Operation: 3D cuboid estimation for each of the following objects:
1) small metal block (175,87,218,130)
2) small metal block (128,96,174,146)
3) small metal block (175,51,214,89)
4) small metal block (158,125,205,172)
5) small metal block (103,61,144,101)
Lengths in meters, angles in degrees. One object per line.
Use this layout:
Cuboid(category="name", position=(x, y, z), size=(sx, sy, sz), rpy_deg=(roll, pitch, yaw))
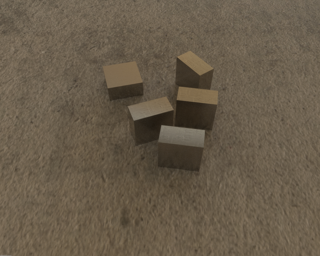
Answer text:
Cuboid(category="small metal block", position=(0.047, -0.025, 0.409), size=(0.050, 0.050, 0.025), rpy_deg=(7, 51, 5))
Cuboid(category="small metal block", position=(-0.011, -0.008, 0.394), size=(0.050, 0.050, 0.025), rpy_deg=(-16, 52, -13))
Cuboid(category="small metal block", position=(0.049, -0.075, 0.451), size=(0.025, 0.050, 0.050), rpy_deg=(-30, 56, -23))
Cuboid(category="small metal block", position=(0.025, 0.025, 0.366), size=(0.050, 0.050, 0.025), rpy_deg=(7, 51, 5))
Cuboid(category="small metal block", position=(-0.055, -0.071, 0.462), size=(0.050, 0.025, 0.050), rpy_deg=(-11, 51, -10))
